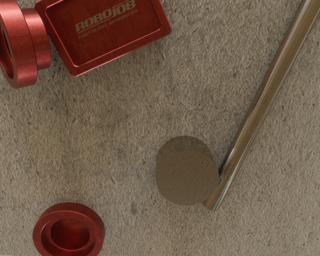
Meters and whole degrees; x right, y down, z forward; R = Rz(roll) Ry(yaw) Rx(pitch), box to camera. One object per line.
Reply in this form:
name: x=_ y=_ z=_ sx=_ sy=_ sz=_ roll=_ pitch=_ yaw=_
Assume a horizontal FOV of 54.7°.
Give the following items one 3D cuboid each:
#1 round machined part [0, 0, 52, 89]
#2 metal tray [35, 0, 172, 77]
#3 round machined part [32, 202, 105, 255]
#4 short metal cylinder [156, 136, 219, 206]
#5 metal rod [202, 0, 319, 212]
round machined part: x=-0.155 y=-0.096 z=0.344 sx=0.042 sy=0.098 sz=0.097 roll=-21 pitch=114 yaw=-32
metal tray: x=-0.063 y=-0.127 z=0.359 sx=0.130 sy=0.030 sz=0.090 roll=-23 pitch=109 yaw=7
round machined part: x=-0.130 y=0.150 z=0.454 sx=0.099 sy=0.042 sz=0.097 roll=0 pitch=110 yaw=-1
short metal cylinder: x=0.035 y=0.057 z=0.418 sx=0.081 sy=0.050 sz=0.079 roll=0 pitch=110 yaw=-1
metal rod: x=0.126 y=-0.017 z=0.405 sx=0.025 sy=0.025 sz=0.298 roll=19 pitch=109 yaw=-7
